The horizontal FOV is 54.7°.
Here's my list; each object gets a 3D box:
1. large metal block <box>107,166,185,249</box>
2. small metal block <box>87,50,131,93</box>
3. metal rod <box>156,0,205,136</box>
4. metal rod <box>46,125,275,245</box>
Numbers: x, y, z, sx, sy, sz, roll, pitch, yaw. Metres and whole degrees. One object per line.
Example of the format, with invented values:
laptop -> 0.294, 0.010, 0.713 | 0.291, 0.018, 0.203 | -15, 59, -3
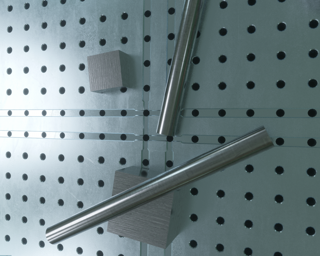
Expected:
large metal block -> -0.016, 0.099, 0.405 | 0.080, 0.050, 0.079 | 9, 93, 19
small metal block -> -0.072, -0.079, 0.438 | 0.050, 0.025, 0.050 | -7, 88, 19
metal rod -> 0.039, -0.137, 0.398 | 0.025, 0.025, 0.298 | 14, 95, 19
metal rod -> -0.014, 0.075, 0.364 | 0.300, 0.025, 0.025 | -28, 81, 17
